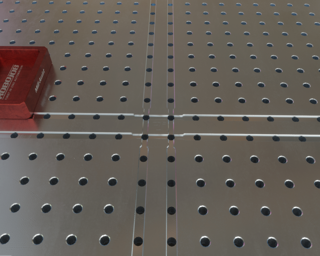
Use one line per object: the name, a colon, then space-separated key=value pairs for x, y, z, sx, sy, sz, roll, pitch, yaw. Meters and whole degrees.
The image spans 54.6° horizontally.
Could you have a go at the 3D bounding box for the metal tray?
metal tray: x=-0.225 y=-0.072 z=0.463 sx=0.090 sy=0.030 sz=0.130 roll=1 pitch=50 yaw=0
